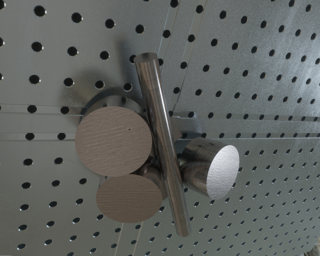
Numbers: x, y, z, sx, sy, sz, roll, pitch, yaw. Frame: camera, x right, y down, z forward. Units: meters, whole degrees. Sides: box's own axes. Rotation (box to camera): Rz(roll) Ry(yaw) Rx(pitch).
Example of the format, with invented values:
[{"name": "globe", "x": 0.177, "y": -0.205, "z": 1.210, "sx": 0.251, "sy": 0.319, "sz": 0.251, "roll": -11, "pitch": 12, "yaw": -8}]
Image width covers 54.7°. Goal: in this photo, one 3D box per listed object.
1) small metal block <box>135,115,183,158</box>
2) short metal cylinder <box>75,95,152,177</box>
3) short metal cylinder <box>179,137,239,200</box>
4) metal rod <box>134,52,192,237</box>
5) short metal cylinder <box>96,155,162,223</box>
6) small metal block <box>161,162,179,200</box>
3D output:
[{"name": "small metal block", "x": -0.006, "y": 0.004, "z": 0.406, "sx": 0.050, "sy": 0.025, "sz": 0.050, "roll": -37, "pitch": 129, "yaw": -4}, {"name": "short metal cylinder", "x": -0.051, "y": 0.008, "z": 0.349, "sx": 0.081, "sy": 0.050, "sz": 0.079, "roll": -2, "pitch": 109, "yaw": -6}, {"name": "short metal cylinder", "x": 0.071, "y": 0.057, "z": 0.448, "sx": 0.081, "sy": 0.050, "sz": 0.079, "roll": -18, "pitch": 115, "yaw": -43}, {"name": "metal rod", "x": 0.012, "y": 0.045, "z": 0.408, "sx": 0.025, "sy": 0.025, "sz": 0.298, "roll": -23, "pitch": 127, "yaw": -14}, {"name": "short metal cylinder", "x": -0.038, "y": 0.075, "z": 0.399, "sx": 0.081, "sy": 0.050, "sz": 0.079, "roll": -1, "pitch": 120, "yaw": -2}, {"name": "small metal block", "x": 0.010, "y": 0.071, "z": 0.456, "sx": 0.050, "sy": 0.025, "sz": 0.050, "roll": -35, "pitch": 129, "yaw": -5}]
